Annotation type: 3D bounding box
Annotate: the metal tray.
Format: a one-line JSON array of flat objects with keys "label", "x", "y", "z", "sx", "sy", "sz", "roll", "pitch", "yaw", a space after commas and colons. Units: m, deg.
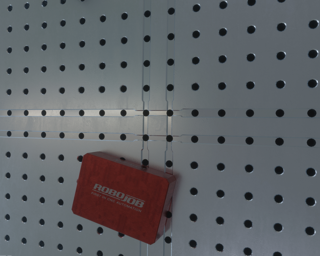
[{"label": "metal tray", "x": -0.052, "y": 0.093, "z": 0.428, "sx": 0.130, "sy": 0.030, "sz": 0.089, "roll": 15, "pitch": 95, "yaw": 19}]
